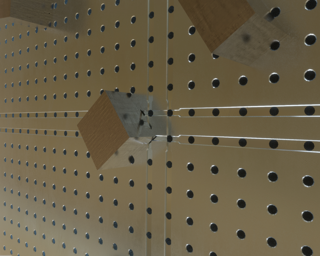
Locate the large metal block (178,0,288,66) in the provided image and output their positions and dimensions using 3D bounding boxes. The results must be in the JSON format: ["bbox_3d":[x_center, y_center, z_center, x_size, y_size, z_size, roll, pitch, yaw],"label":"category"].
[{"bbox_3d":[0.072,-0.116,0.314,0.050,0.081,0.080,-40,66,33],"label":"large metal block"}]

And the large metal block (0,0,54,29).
[{"bbox_3d":[-0.250,-0.237,0.582,0.050,0.081,0.080,11,97,39],"label":"large metal block"}]

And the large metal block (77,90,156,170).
[{"bbox_3d":[-0.066,0.004,0.449,0.080,0.050,0.080,-44,63,31],"label":"large metal block"}]
